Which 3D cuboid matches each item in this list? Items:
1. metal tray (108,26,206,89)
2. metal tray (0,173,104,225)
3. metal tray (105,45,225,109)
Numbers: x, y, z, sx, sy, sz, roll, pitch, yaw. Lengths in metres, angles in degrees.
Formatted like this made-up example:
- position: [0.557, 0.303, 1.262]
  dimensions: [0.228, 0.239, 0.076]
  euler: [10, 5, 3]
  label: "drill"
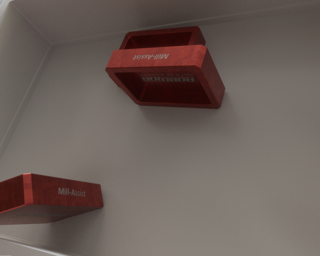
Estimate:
- position: [-0.006, -0.106, 0.468]
  dimensions: [0.130, 0.030, 0.090]
  euler: [6, 64, 30]
  label: "metal tray"
- position: [-0.137, 0.085, 0.354]
  dimensions: [0.090, 0.130, 0.030]
  euler: [-20, 69, 16]
  label: "metal tray"
- position: [0.008, -0.062, 0.396]
  dimensions: [0.130, 0.090, 0.030]
  euler: [5, 65, 30]
  label: "metal tray"
